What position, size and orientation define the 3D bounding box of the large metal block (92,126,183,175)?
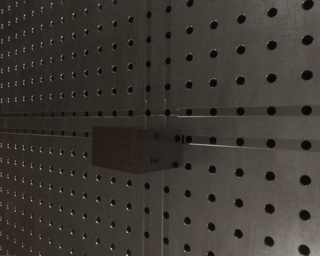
[{"bbox_3d":[-0.028,0.024,0.395,0.080,0.081,0.050,4,93,39],"label":"large metal block"}]
